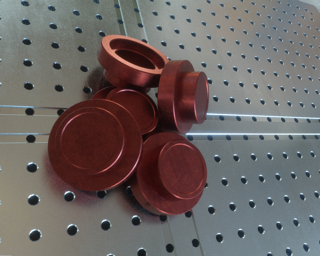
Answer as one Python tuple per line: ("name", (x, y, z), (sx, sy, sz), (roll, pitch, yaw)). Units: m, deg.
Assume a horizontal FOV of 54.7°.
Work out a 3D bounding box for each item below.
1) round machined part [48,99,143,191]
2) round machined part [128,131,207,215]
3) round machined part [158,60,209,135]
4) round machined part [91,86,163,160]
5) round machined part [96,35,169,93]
("round machined part", (-0.068, 0.016, 0.321), (0.099, 0.042, 0.098), (0, 78, 2))
("round machined part", (0.016, 0.051, 0.360), (0.099, 0.042, 0.098), (12, 67, -31))
("round machined part", (0.036, -0.040, 0.404), (0.042, 0.098, 0.098), (4, 49, 23))
("round machined part", (-0.041, -0.013, 0.383), (0.099, 0.042, 0.098), (14, 56, -21))
("round machined part", (-0.037, -0.081, 0.414), (0.099, 0.042, 0.098), (19, 33, -13))
